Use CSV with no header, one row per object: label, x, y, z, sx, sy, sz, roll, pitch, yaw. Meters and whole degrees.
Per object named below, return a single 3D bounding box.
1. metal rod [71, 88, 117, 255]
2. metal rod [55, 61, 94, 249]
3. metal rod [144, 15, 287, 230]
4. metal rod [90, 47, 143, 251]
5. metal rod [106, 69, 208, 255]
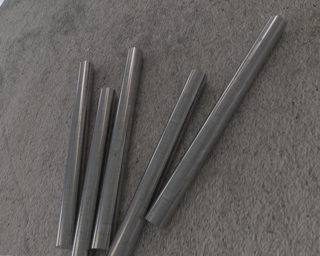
metal rod,-0.087,0.074,0.404,0.025,0.025,0.299,-11,57,22
metal rod,-0.120,0.018,0.455,0.025,0.025,0.299,-16,55,19
metal rod,0.074,-0.016,0.375,0.025,0.025,0.300,24,74,36
metal rod,-0.053,0.009,0.426,0.025,0.025,0.299,-8,58,24
metal rod,-0.007,0.057,0.372,0.025,0.025,0.300,12,68,33
